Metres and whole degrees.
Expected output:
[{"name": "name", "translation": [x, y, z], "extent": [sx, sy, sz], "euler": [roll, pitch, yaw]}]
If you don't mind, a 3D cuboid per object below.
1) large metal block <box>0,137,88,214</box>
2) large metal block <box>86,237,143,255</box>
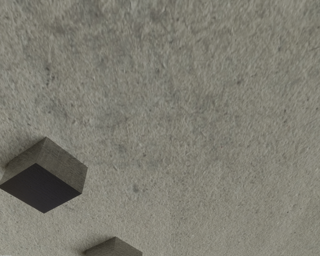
[{"name": "large metal block", "translation": [-0.166, 0.070, 0.448], "extent": [0.080, 0.050, 0.080], "euler": [-30, 125, 22]}, {"name": "large metal block", "translation": [-0.093, 0.270, 0.620], "extent": [0.080, 0.050, 0.080], "euler": [-31, 124, 23]}]
